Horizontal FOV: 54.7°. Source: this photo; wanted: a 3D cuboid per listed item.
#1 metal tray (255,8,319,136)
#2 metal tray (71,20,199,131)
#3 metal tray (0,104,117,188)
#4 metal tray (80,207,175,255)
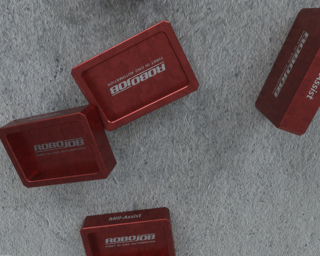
[{"bbox_3d":[0.161,-0.067,0.351,0.030,0.090,0.129,19,109,-7],"label":"metal tray"},{"bbox_3d":[-0.029,-0.063,0.383,0.130,0.030,0.090,-25,108,9],"label":"metal tray"},{"bbox_3d":[-0.131,0.026,0.398,0.130,0.030,0.089,-10,111,18],"label":"metal tray"},{"bbox_3d":[-0.045,0.173,0.470,0.131,0.030,0.089,-7,110,2],"label":"metal tray"}]
